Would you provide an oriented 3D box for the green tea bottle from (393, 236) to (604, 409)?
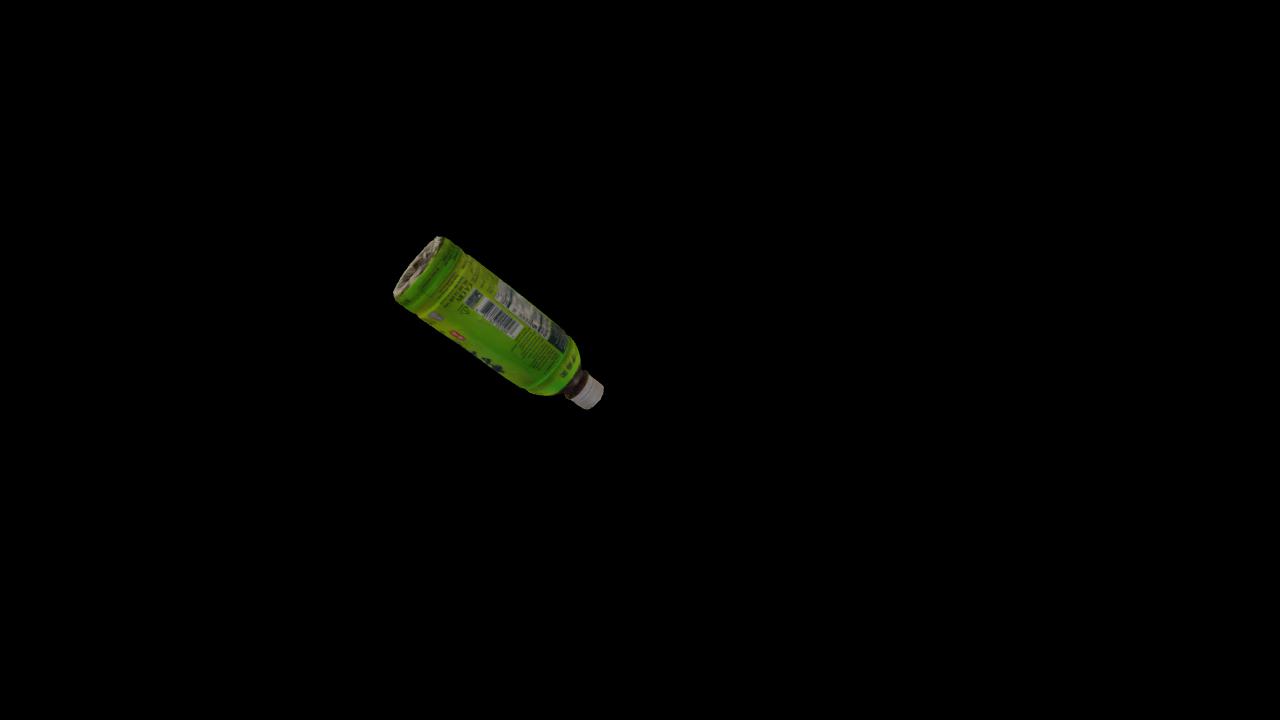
[{"bbox_3d":[-0.117,-0.021,0.567,0.212,0.073,0.073,40,-20,-27],"label":"green tea bottle"}]
